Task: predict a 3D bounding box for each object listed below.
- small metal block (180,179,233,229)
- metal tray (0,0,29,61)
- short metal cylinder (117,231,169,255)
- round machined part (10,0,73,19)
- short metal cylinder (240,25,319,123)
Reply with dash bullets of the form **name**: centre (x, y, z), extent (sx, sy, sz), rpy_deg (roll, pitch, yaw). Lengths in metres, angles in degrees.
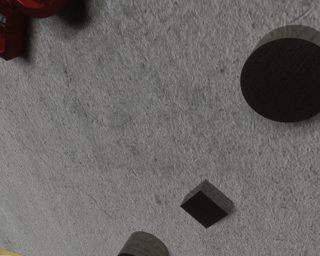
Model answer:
- **small metal block**: centre (0.066, 0.108, 0.439), extent (0.050, 0.025, 0.050), rpy_deg (40, 129, 0)
- **metal tray**: centre (-0.247, -0.165, 0.431), extent (0.130, 0.030, 0.089), rpy_deg (32, 129, 7)
- **short metal cylinder**: centre (-0.031, 0.232, 0.550), extent (0.080, 0.050, 0.079), rpy_deg (13, 124, 21)
- **round machined part**: centre (-0.136, -0.180, 0.356), extent (0.098, 0.042, 0.097), rpy_deg (13, 124, 21)
- **short metal cylinder**: centre (0.122, -0.052, 0.294), extent (0.080, 0.050, 0.079), rpy_deg (13, 124, 21)
